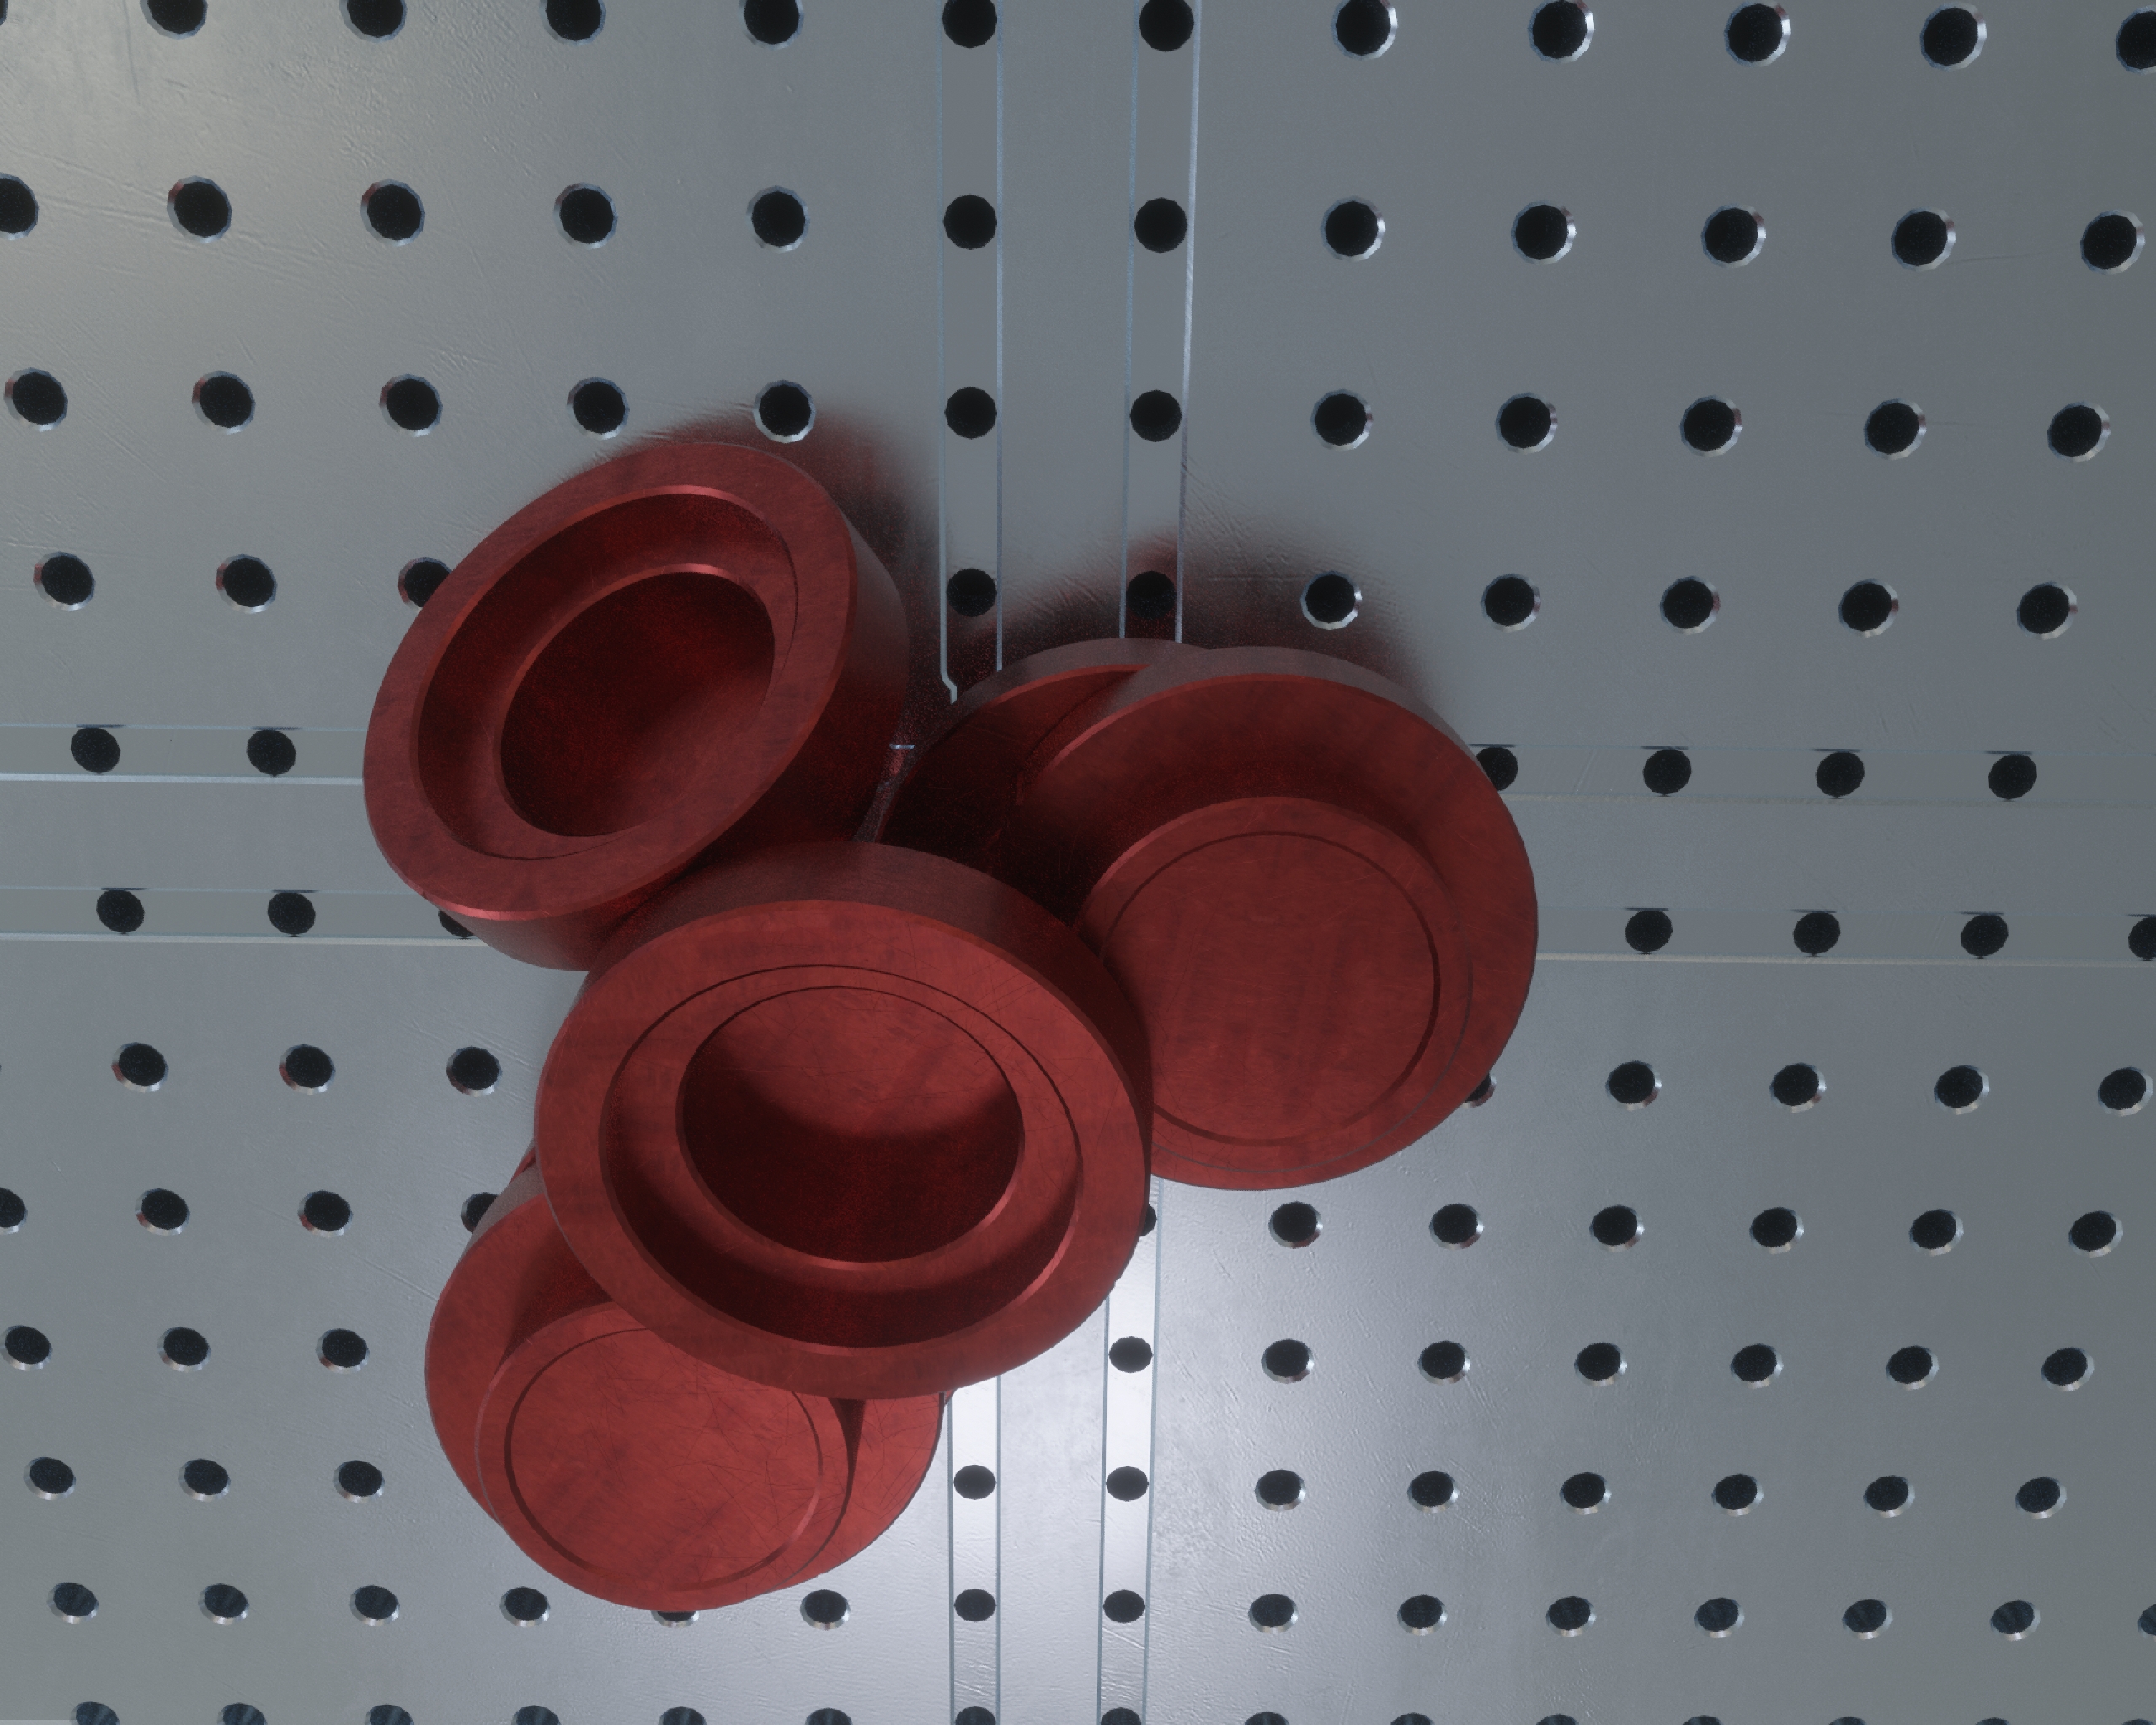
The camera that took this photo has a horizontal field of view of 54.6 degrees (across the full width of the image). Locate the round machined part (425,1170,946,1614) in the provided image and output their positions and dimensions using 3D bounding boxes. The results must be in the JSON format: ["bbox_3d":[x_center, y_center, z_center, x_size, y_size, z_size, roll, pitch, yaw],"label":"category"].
[{"bbox_3d":[-0.074,0.101,0.396,0.099,0.042,0.097,0,110,0],"label":"round machined part"}]

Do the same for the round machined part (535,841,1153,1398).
[{"bbox_3d":[-0.036,0.039,0.350,0.098,0.042,0.097,1,118,2],"label":"round machined part"}]

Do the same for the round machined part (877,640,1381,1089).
[{"bbox_3d":[0.010,0.011,0.386,0.099,0.042,0.097,0,110,0],"label":"round machined part"}]

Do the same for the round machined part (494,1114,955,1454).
[{"bbox_3d":[-0.067,0.085,0.413,0.099,0.042,0.097,0,110,0],"label":"round machined part"}]

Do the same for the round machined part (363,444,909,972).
[{"bbox_3d":[-0.074,-0.024,0.375,0.098,0.098,0.042,-26,143,9],"label":"round machined part"}]

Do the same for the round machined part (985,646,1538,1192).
[{"bbox_3d":[0.031,0.015,0.364,0.099,0.042,0.097,0,110,0],"label":"round machined part"}]
